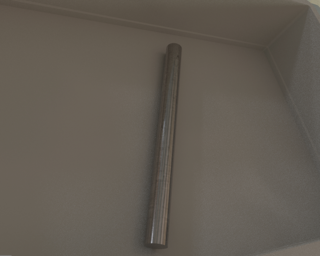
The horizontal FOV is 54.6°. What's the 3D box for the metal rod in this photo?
[{"bbox_3d":[0.009,0.000,0.407,0.025,0.025,0.300,18,55,-18],"label":"metal rod"}]
